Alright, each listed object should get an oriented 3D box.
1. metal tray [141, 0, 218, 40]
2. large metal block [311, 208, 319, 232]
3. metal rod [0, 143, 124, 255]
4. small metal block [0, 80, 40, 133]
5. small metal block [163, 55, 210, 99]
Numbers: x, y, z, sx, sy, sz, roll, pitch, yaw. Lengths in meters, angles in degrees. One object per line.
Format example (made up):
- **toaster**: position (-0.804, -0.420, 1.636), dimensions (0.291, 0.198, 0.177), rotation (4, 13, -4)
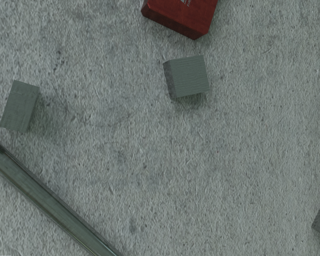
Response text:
- **metal tray**: position (0.037, -0.198, 0.421), dimensions (0.091, 0.030, 0.129), rotation (20, 83, -19)
- **large metal block**: position (0.314, 0.154, 0.515), dimensions (0.080, 0.050, 0.080), rotation (35, 79, -17)
- **metal rod**: position (-0.142, 0.074, 0.356), dimensions (0.025, 0.025, 0.300), rotation (-46, 105, -14)
- **small metal block**: position (-0.152, -0.022, 0.340), dimensions (0.025, 0.050, 0.050), rotation (17, 84, -20)
- **small metal block**: position (0.036, -0.070, 0.423), dimensions (0.050, 0.025, 0.050), rotation (-14, 95, -20)
